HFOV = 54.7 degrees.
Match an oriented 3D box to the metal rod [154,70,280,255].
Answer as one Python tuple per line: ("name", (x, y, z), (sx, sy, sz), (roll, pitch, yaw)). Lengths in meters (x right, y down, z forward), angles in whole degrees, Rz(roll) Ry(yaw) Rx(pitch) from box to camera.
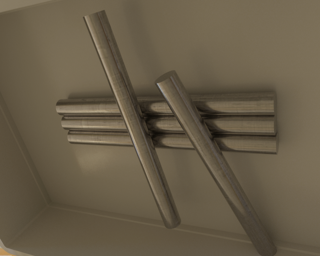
("metal rod", (0.080, 0.063, 0.377), (0.025, 0.025, 0.299), (-17, 117, 34))

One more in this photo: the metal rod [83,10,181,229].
("metal rod", (-0.027, 0.007, 0.391), (0.025, 0.025, 0.298), (-5, 116, 30))

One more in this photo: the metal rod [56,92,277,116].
("metal rod", (-0.012, -0.028, 0.395), (0.301, 0.025, 0.025), (1, 119, 27))

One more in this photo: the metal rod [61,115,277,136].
("metal rod", (-0.008, -0.007, 0.406), (0.301, 0.025, 0.025), (1, 119, 27))

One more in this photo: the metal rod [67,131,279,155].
("metal rod", (-0.002, 0.015, 0.416), (0.301, 0.025, 0.025), (1, 119, 27))
